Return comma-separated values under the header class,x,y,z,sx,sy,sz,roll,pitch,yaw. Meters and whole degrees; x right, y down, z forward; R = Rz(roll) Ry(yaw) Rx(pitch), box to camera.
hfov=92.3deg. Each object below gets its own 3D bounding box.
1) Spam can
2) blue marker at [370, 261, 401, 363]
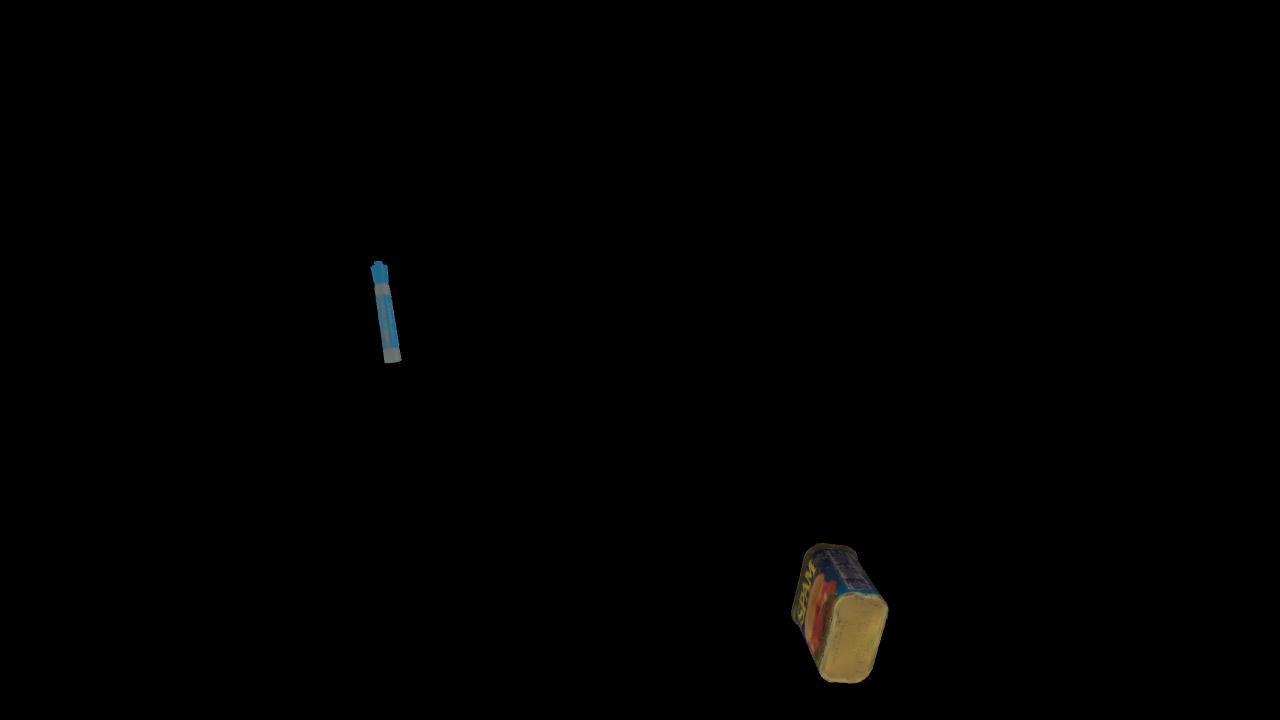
class,x,y,z,sx,sy,sz,roll,pitch,yaw
Spam can,0.195,0.249,0.607,0.058,0.101,0.085,7,15,-5
blue marker,-0.299,-0.057,0.723,0.020,0.121,0.020,-10,-4,-1
